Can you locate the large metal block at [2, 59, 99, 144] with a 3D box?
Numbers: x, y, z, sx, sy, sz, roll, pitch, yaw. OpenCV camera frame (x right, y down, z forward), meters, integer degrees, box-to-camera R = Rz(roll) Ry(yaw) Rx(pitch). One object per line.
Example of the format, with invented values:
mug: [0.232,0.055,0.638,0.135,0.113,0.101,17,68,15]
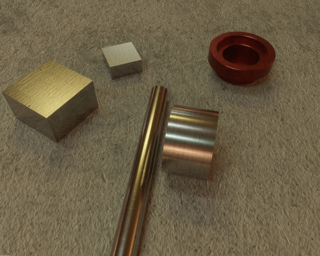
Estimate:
large metal block: [-0.144,-0.038,0.417,0.080,0.050,0.080,27,55,21]

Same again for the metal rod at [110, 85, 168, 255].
metal rod: [-0.023,0.061,0.351,0.025,0.025,0.300,7,50,5]

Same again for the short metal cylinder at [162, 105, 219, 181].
short metal cylinder: [0.035,0.016,0.355,0.050,0.080,0.080,10,51,8]

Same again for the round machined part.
round machined part: [0.124,-0.105,0.482,0.099,0.042,0.098,0,50,0]

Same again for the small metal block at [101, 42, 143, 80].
small metal block: [-0.061,-0.108,0.493,0.050,0.025,0.050,-17,52,-14]
